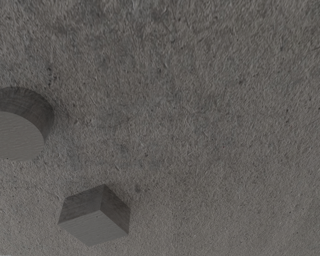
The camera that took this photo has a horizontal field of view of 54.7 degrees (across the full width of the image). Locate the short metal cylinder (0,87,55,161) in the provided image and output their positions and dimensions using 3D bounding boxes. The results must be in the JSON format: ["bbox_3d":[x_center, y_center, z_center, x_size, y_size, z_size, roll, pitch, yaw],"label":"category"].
[{"bbox_3d":[-0.179,-0.004,0.385,0.081,0.050,0.079,0,130,0],"label":"short metal cylinder"}]

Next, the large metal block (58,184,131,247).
[{"bbox_3d":[-0.106,0.147,0.515,0.080,0.050,0.080,-22,127,17],"label":"large metal block"}]
